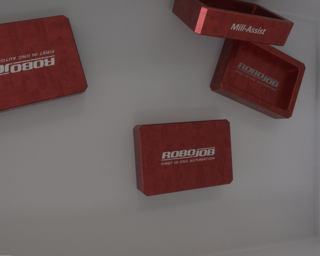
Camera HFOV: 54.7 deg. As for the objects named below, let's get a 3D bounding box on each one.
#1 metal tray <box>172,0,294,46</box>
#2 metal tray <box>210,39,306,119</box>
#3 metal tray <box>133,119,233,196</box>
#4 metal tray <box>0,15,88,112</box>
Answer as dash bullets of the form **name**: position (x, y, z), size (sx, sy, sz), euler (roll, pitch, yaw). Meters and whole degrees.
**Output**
- **metal tray**: position (0.092, -0.143, 0.400), size (0.131, 0.090, 0.030), euler (1, 125, -22)
- **metal tray**: position (0.148, -0.076, 0.461), size (0.131, 0.030, 0.090), euler (21, 83, -19)
- **metal tray**: position (0.033, 0.037, 0.420), size (0.131, 0.030, 0.089), euler (-4, 92, -20)
- **metal tray**: position (-0.158, -0.070, 0.349), size (0.131, 0.030, 0.089), euler (-16, 96, -19)
